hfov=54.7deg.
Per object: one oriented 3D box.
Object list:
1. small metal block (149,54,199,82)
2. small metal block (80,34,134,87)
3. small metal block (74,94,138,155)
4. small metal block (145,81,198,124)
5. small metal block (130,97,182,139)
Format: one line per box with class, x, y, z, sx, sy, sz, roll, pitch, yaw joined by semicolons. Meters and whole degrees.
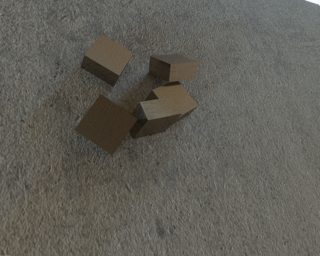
small metal block;0.019;-0.089;0.452;0.050;0.025;0.050;-13;31;-34
small metal block;-0.071;-0.092;0.421;0.050;0.025;0.050;30;52;-9
small metal block;-0.062;-0.003;0.358;0.050;0.025;0.050;35;81;-5
small metal block;0.017;-0.035;0.434;0.050;0.025;0.050;-30;79;-38
small metal block;-0.009;-0.013;0.390;0.050;0.050;0.025;-13;69;-33
